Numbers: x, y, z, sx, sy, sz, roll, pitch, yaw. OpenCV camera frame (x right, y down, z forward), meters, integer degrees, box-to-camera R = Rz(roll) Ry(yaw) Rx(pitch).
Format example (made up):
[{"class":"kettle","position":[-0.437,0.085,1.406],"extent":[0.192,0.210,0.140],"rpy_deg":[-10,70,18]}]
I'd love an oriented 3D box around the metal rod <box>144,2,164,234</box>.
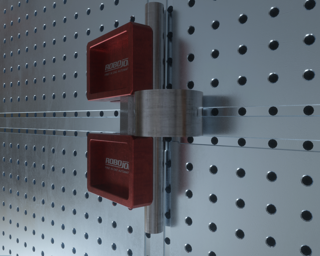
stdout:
[{"class":"metal rod","position":[-0.008,-0.013,0.410],"extent":[0.025,0.025,0.298],"rpy_deg":[0,90,40]}]

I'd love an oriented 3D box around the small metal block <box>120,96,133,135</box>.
[{"class":"small metal block","position":[-0.037,-0.016,0.421],"extent":[0.050,0.025,0.050],"rpy_deg":[-177,88,-71]}]

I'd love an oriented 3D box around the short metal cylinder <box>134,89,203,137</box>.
[{"class":"short metal cylinder","position":[0.010,-0.016,0.361],"extent":[0.080,0.081,0.050],"rpy_deg":[0,90,40]}]

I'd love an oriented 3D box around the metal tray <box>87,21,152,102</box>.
[{"class":"metal tray","position":[-0.061,-0.086,0.434],"extent":[0.130,0.030,0.089],"rpy_deg":[0,90,52]}]

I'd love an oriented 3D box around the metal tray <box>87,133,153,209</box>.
[{"class":"metal tray","position":[-0.060,0.053,0.433],"extent":[0.130,0.030,0.089],"rpy_deg":[1,91,52]}]
